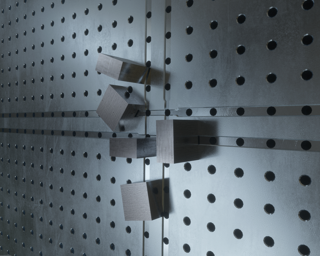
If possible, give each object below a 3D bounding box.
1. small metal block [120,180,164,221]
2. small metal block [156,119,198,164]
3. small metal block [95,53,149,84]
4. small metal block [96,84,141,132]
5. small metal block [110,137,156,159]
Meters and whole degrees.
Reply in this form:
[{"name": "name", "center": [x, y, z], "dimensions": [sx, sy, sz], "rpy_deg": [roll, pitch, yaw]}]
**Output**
[{"name": "small metal block", "center": [-0.025, 0.100, 0.428], "dimensions": [0.050, 0.025, 0.050], "rpy_deg": [-14, 81, 38]}, {"name": "small metal block", "center": [0.022, 0.015, 0.374], "dimensions": [0.025, 0.050, 0.050], "rpy_deg": [-2, 89, 40]}, {"name": "small metal block", "center": [-0.053, -0.083, 0.435], "dimensions": [0.050, 0.050, 0.025], "rpy_deg": [27, 107, 36]}, {"name": "small metal block", "center": [-0.063, -0.029, 0.459], "dimensions": [0.050, 0.025, 0.050], "rpy_deg": [45, 117, 30]}, {"name": "small metal block", "center": [-0.032, 0.025, 0.418], "dimensions": [0.050, 0.050, 0.025], "rpy_deg": [0, 90, 39]}]
